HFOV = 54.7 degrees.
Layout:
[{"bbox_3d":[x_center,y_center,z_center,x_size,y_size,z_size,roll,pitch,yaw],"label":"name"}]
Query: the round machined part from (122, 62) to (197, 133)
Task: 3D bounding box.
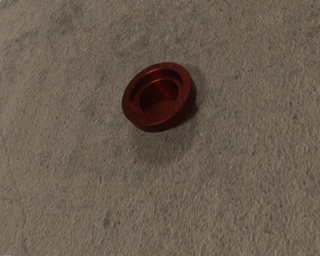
[{"bbox_3d":[0.002,-0.036,0.413,0.098,0.042,0.098,-13,56,20],"label":"round machined part"}]
